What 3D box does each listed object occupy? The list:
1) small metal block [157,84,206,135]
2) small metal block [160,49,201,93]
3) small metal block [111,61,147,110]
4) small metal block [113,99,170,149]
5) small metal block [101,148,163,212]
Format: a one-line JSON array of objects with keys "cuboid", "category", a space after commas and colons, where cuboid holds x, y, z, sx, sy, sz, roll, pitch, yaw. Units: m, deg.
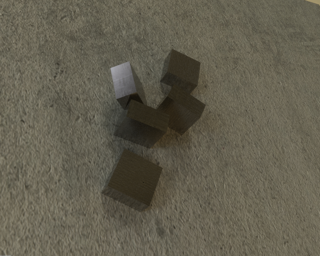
[{"cuboid": [0.024, -0.023, 0.415, 0.050, 0.050, 0.025, 33, 52, -7], "category": "small metal block"}, {"cuboid": [0.032, -0.086, 0.473, 0.050, 0.025, 0.050, 22, 53, -15], "category": "small metal block"}, {"cuboid": [-0.037, -0.046, 0.389, 0.025, 0.050, 0.050, -19, 58, 7], "category": "small metal block"}, {"cuboid": [-0.023, -0.003, 0.377, 0.050, 0.050, 0.025, 22, 56, -15], "category": "small metal block"}, {"cuboid": [-0.031, 0.059, 0.351, 0.050, 0.025, 0.050, 29, 52, -10], "category": "small metal block"}]
